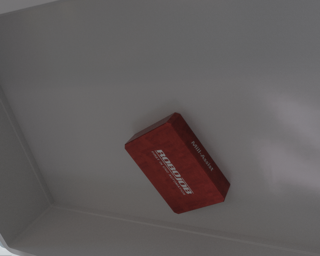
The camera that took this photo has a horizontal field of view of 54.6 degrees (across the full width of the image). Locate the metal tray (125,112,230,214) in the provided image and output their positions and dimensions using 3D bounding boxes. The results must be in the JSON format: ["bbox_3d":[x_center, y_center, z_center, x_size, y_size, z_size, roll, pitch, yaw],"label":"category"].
[{"bbox_3d":[0.023,0.053,0.426,0.090,0.030,0.130,-28,103,37],"label":"metal tray"}]
